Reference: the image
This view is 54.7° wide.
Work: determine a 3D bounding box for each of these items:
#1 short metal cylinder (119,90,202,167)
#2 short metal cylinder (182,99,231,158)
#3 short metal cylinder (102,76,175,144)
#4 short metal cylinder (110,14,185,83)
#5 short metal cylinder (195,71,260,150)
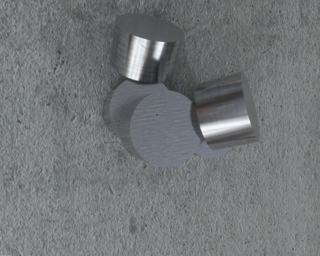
[{"bbox_3d":[-0.001,0.001,0.344,0.081,0.050,0.079,0,90,-21],"label":"short metal cylinder"},{"bbox_3d":[0.057,-0.001,0.419,0.081,0.050,0.079,0,90,-21],"label":"short metal cylinder"},{"bbox_3d":[-0.028,-0.021,0.387,0.081,0.050,0.079,0,90,-21],"label":"short metal cylinder"},{"bbox_3d":[-0.016,-0.096,0.369,0.081,0.080,0.050,0,129,-20],"label":"short metal cylinder"},{"bbox_3d":[0.078,-0.019,0.350,0.050,0.080,0.080,-13,97,23],"label":"short metal cylinder"}]
